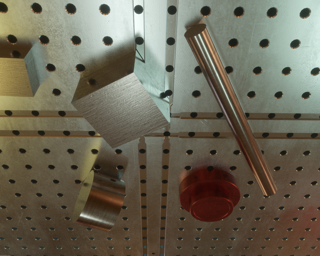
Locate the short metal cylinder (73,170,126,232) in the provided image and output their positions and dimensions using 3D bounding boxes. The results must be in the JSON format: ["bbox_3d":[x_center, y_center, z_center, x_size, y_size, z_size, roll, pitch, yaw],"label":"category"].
[{"bbox_3d":[-0.092,0.110,0.468,0.050,0.080,0.080,23,126,-19],"label":"short metal cylinder"}]

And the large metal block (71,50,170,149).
[{"bbox_3d":[-0.043,-0.031,0.368,0.080,0.050,0.080,-23,127,18],"label":"large metal block"}]

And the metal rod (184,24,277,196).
[{"bbox_3d":[0.106,-0.002,0.411,0.025,0.025,0.299,-22,127,17],"label":"metal rod"}]

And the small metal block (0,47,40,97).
[{"bbox_3d":[-0.172,-0.064,0.355,0.050,0.025,0.050,2,130,-3],"label":"small metal block"}]

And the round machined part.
[{"bbox_3d":[0.081,0.115,0.500,0.099,0.042,0.097,-1,130,0],"label":"round machined part"}]
